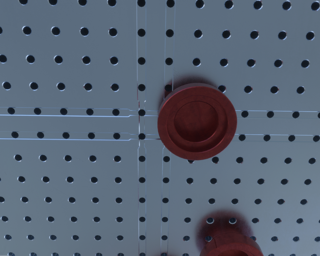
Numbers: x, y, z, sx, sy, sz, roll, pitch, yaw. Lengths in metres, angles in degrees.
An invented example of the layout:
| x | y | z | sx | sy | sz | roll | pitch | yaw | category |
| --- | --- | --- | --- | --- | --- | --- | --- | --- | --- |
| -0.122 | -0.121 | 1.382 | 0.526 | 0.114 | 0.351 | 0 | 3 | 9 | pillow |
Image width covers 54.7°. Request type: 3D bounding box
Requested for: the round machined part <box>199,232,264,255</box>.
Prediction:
| x | y | z | sx | sy | sz | roll | pitch | yaw | category |
| --- | --- | --- | --- | --- | --- | --- | --- | --- | --- |
| 0.109 | 0.203 | 0.481 | 0.099 | 0.042 | 0.097 | 0 | 110 | -1 | round machined part |

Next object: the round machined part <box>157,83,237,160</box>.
| x | y | z | sx | sy | sz | roll | pitch | yaw | category |
| --- | --- | --- | --- | --- | --- | --- | --- | --- | --- |
| 0.046 | -0.011 | 0.401 | 0.099 | 0.042 | 0.097 | 0 | 110 | -1 | round machined part |
